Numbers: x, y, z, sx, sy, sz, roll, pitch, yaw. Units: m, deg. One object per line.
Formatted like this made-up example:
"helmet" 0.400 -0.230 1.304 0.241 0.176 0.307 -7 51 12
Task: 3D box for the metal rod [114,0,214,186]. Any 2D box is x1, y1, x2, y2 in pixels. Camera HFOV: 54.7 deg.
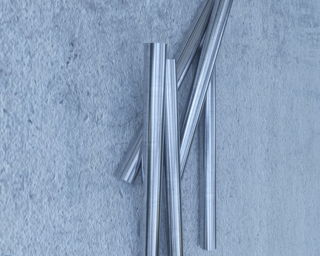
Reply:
"metal rod" 0.018 -0.064 0.419 0.025 0.025 0.300 39 66 -33

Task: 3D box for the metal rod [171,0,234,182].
"metal rod" 0.060 -0.073 0.433 0.025 0.025 0.299 21 83 -38

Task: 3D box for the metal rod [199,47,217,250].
"metal rod" 0.071 0.030 0.464 0.025 0.025 0.298 -1 91 -40

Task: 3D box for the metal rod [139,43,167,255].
"metal rod" -0.010 0.054 0.367 0.025 0.025 0.298 -7 104 -40

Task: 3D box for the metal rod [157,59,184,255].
"metal rod" 0.014 0.065 0.394 0.025 0.025 0.298 -12 105 -39
